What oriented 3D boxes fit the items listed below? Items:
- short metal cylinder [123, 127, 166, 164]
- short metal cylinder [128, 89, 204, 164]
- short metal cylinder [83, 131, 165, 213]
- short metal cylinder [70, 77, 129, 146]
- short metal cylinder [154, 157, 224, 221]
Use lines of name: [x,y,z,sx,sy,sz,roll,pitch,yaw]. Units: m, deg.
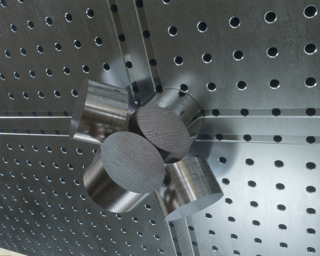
short metal cylinder: [-0.035,0.043,0.438,0.080,0.050,0.079,13,124,20]
short metal cylinder: [0.008,-0.002,0.387,0.080,0.050,0.079,13,124,20]
short metal cylinder: [-0.041,0.051,0.361,0.080,0.080,0.050,41,129,-1]
short metal cylinder: [-0.079,-0.019,0.395,0.050,0.080,0.080,15,133,-23]
short metal cylinder: [0.034,0.078,0.396,0.080,0.081,0.050,-47,56,39]
